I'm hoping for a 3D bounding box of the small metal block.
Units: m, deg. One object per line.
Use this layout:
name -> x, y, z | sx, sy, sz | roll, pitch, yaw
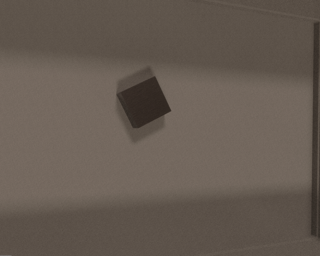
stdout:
small metal block -> -0.021, -0.033, 0.404 | 0.050, 0.025, 0.050 | -28, 100, -18
